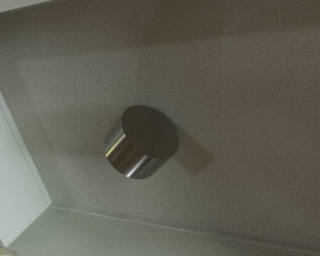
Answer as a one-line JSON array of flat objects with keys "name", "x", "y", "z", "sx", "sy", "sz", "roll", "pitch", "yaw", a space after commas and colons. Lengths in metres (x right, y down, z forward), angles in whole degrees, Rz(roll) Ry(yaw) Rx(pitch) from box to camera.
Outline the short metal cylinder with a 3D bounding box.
[{"name": "short metal cylinder", "x": -0.023, "y": 0.018, "z": 0.392, "sx": 0.080, "sy": 0.080, "sz": 0.050, "roll": 41, "pitch": 129, "yaw": -1}]
